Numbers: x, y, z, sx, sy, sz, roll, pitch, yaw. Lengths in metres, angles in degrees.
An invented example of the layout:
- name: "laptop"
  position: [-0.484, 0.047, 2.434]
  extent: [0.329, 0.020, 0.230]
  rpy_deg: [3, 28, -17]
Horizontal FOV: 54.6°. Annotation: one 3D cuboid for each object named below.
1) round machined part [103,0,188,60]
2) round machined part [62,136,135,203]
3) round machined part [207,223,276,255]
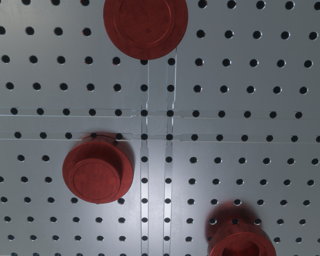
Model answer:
- name: "round machined part"
  position: [-0.017, -0.127, 0.357]
  extent: [0.099, 0.042, 0.097]
  rpy_deg: [0, 110, 0]
- name: "round machined part"
  position: [-0.086, 0.064, 0.427]
  extent: [0.099, 0.042, 0.097]
  rpy_deg: [0, 110, 0]
- name: "round machined part"
  position: [0.121, 0.186, 0.474]
  extent: [0.099, 0.042, 0.097]
  rpy_deg: [0, 110, 0]
